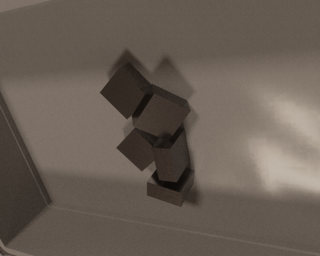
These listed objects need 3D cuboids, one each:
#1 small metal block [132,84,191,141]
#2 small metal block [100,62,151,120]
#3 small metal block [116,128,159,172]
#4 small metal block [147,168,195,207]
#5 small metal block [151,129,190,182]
[{"bbox_3d":[0.001,-0.018,0.376,0.050,0.025,0.050,23,118,-22],"label":"small metal block"},{"bbox_3d":[-0.041,-0.047,0.400,0.050,0.025,0.050,45,129,-4],"label":"small metal block"},{"bbox_3d":[-0.025,0.026,0.437,0.050,0.025,0.050,43,129,-2],"label":"small metal block"},{"bbox_3d":[0.016,0.076,0.430,0.050,0.050,0.025,15,124,19],"label":"small metal block"},{"bbox_3d":[0.016,0.034,0.404,0.025,0.050,0.050,2,120,27],"label":"small metal block"}]
